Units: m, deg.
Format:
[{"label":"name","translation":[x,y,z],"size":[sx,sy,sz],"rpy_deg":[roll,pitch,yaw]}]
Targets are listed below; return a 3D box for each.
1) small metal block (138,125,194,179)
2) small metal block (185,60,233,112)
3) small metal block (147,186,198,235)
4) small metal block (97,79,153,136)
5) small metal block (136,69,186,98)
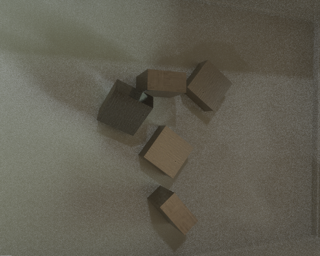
[{"label":"small metal block","translation":[0.008,0.031,0.415],"size":[0.050,0.025,0.050],"rpy_deg":[39,77,-16]},{"label":"small metal block","translation":[0.065,-0.059,0.436],"size":[0.050,0.025,0.050],"rpy_deg":[40,77,-16]},{"label":"small metal block","translation":[0.015,0.106,0.404],"size":[0.025,0.050,0.050],"rpy_deg":[-43,104,-15]},{"label":"small metal block","translation":[-0.043,-0.024,0.381],"size":[0.050,0.025,0.050],"rpy_deg":[25,123,-19]},{"label":"small metal block","translation":[0.000,-0.056,0.398],"size":[0.050,0.050,0.025],"rpy_deg":[2,87,-20]}]
